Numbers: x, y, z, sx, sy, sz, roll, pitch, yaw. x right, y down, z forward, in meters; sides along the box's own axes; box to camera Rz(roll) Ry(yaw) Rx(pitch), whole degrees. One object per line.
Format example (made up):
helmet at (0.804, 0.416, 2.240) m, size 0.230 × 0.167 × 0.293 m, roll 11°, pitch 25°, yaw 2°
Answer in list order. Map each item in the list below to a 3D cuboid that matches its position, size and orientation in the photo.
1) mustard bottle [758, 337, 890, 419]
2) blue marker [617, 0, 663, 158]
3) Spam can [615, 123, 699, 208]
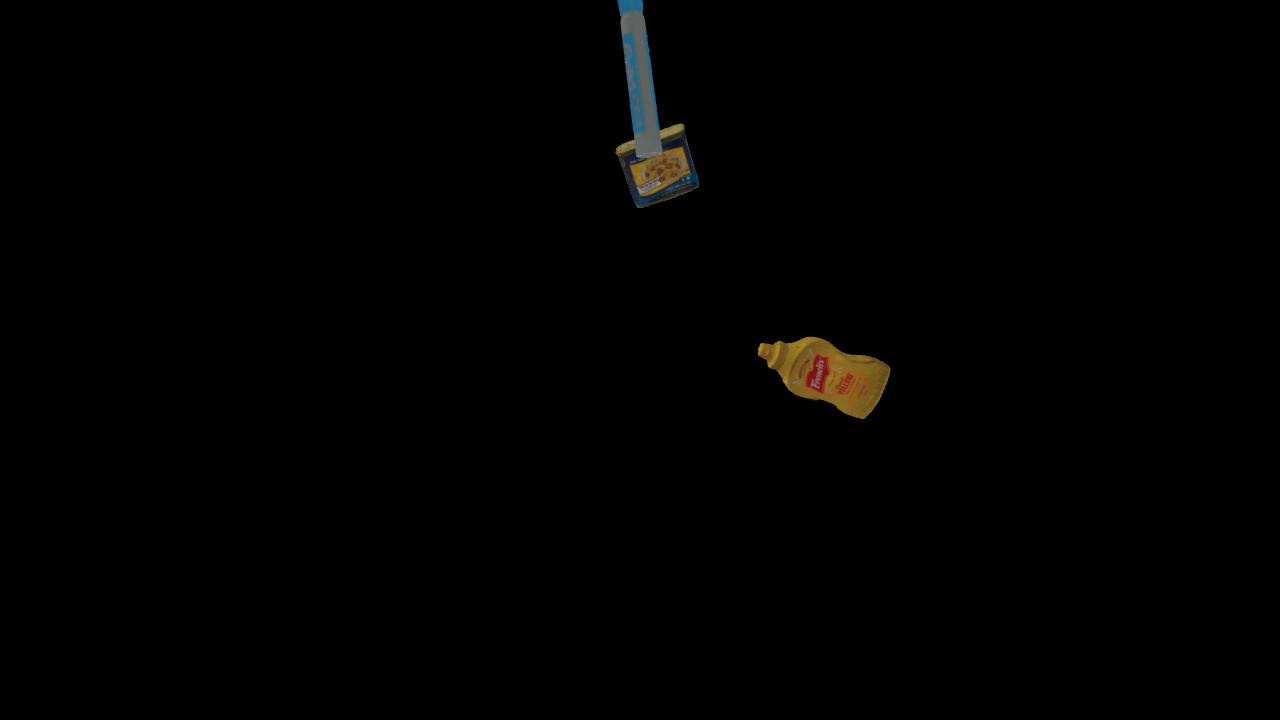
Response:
mustard bottle at (0.256, 0.015, 0.886) m, size 0.184 × 0.092 × 0.054 m, roll 20°, pitch 23°, yaw -4°
blue marker at (-0.001, -0.203, 0.423) m, size 0.020 × 0.121 × 0.020 m, roll -7°, pitch 8°, yaw 1°
Spam can at (0.027, -0.274, 0.873) m, size 0.101 × 0.085 × 0.058 m, roll -16°, pitch 30°, yaw 11°
